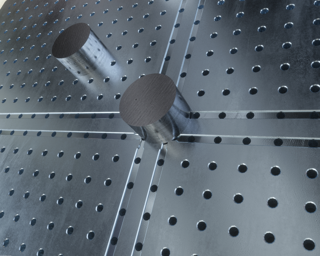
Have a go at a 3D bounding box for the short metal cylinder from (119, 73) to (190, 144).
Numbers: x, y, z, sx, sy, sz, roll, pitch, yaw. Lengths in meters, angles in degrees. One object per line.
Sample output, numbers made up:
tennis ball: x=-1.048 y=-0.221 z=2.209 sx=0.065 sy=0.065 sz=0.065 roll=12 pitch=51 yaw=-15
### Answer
short metal cylinder: x=-0.006 y=-0.025 z=0.411 sx=0.080 sy=0.050 sz=0.080 roll=-13 pitch=56 yaw=21

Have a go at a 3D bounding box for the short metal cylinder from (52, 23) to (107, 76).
short metal cylinder: x=-0.144 y=-0.140 z=0.554 sx=0.080 sy=0.050 sz=0.080 roll=-13 pitch=56 yaw=21
